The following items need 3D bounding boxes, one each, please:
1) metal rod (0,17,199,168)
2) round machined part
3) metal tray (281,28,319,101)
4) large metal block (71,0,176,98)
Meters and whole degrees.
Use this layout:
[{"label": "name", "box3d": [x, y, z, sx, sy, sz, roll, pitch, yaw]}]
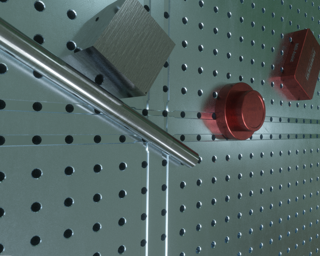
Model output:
[{"label": "metal rod", "box3d": [-0.055, -0.024, 0.364, 0.301, 0.025, 0.025, 35, 69, -35]}, {"label": "round machined part", "box3d": [0.140, -0.028, 0.519, 0.099, 0.042, 0.097, 0, 90, -40]}, {"label": "metal tray", "box3d": [0.311, -0.136, 0.670, 0.090, 0.030, 0.130, 36, 68, -34]}, {"label": "large metal block", "box3d": [-0.040, -0.092, 0.361, 0.080, 0.050, 0.080, 42, 64, -32]}]
